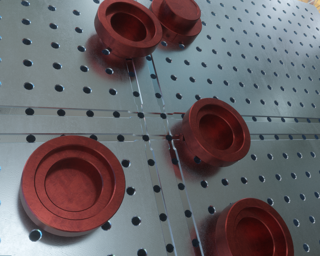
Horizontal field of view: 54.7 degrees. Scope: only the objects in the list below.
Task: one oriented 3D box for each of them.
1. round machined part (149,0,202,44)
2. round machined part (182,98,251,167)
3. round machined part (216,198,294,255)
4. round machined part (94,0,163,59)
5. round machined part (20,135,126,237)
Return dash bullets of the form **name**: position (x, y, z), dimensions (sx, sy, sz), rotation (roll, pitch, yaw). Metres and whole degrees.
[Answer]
- **round machined part**: position (0.031, -0.197, 0.536), dimensions (0.099, 0.042, 0.098), rotation (14, 56, -21)
- **round machined part**: position (0.074, 0.010, 0.433), dimensions (0.099, 0.042, 0.098), rotation (14, 56, -21)
- **round machined part**: position (0.108, 0.138, 0.373), dimensions (0.099, 0.042, 0.098), rotation (14, 56, -21)
- **round machined part**: position (-0.049, -0.143, 0.459), dimensions (0.099, 0.042, 0.098), rotation (14, 56, -21)
- **round machined part**: position (-0.088, 0.060, 0.314), dimensions (0.099, 0.042, 0.098), rotation (14, 56, -21)
